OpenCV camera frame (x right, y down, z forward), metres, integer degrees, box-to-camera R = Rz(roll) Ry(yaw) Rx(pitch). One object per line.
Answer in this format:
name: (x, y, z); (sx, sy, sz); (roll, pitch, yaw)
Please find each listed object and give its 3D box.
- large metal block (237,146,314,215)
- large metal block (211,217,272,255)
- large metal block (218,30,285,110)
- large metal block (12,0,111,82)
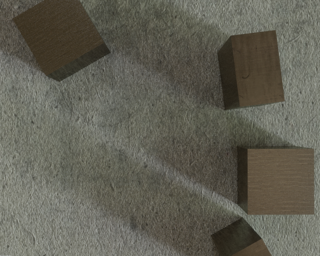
large metal block: (0.146, 0.065, 0.398); (0.081, 0.050, 0.080); (0, 90, 0)
large metal block: (0.111, 0.169, 0.383); (0.050, 0.080, 0.080); (-30, 90, 0)
large metal block: (0.109, -0.066, 0.383); (0.050, 0.080, 0.080); (-7, 90, 0)
large metal block: (-0.122, -0.117, 0.396); (0.080, 0.050, 0.080); (-30, 90, 0)
